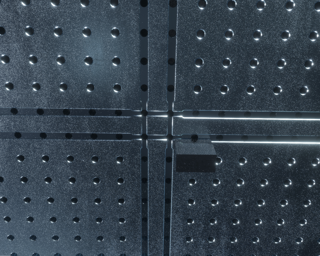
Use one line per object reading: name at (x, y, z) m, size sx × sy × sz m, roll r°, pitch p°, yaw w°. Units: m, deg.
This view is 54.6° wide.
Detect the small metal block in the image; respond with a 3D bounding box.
small metal block at (0.046, 0.036, 0.414) m, size 0.050 × 0.050 × 0.025 m, roll 1°, pitch 110°, yaw 0°
